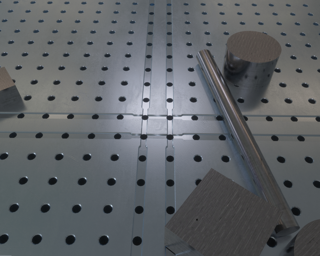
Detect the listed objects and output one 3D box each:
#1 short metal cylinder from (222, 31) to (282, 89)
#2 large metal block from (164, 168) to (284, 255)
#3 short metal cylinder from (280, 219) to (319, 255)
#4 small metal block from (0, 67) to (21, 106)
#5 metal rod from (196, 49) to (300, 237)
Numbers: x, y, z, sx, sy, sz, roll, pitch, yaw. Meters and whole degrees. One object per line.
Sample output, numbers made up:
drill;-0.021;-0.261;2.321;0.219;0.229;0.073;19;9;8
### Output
short metal cylinder;0.141;-0.107;0.483;0.081;0.050;0.080;0;50;0
large metal block;0.061;0.101;0.307;0.080;0.050;0.080;31;56;23
short metal cylinder;0.156;0.131;0.282;0.081;0.050;0.080;0;50;0
small metal block;-0.241;-0.058;0.455;0.050;0.025;0.050;-28;56;-22
metal rod;0.102;-0.006;0.413;0.025;0.025;0.300;-9;51;-8
